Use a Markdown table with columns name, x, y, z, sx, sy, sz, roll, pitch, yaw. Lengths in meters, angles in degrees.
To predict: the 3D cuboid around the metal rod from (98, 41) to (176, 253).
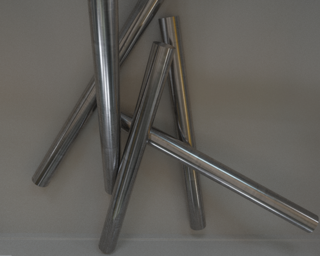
| name | x | y | z | sx | sy | sz | roll | pitch | yaw |
| --- | --- | --- | --- | --- | --- | --- | --- | --- | --- |
| metal rod | -0.036 | 0.042 | 0.389 | 0.025 | 0.025 | 0.298 | 15 | 114 | -6 |

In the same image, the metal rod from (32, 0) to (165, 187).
| name | x | y | z | sx | sy | sz | roll | pitch | yaw |
| --- | --- | --- | --- | --- | --- | --- | --- | --- | --- |
| metal rod | -0.085 | -0.042 | 0.394 | 0.025 | 0.025 | 0.299 | 32 | 107 | -12 |

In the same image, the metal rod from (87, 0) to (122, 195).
| name | x | y | z | sx | sy | sz | roll | pitch | yaw |
| --- | --- | --- | --- | --- | --- | --- | --- | --- | --- |
| metal rod | -0.056 | -0.020 | 0.340 | 0.025 | 0.025 | 0.298 | 4 | 134 | -2 |

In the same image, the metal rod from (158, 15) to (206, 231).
| name | x | y | z | sx | sy | sz | roll | pitch | yaw |
| --- | --- | --- | --- | --- | --- | --- | --- | --- | --- |
| metal rod | 0.034 | 0.008 | 0.414 | 0.025 | 0.025 | 0.298 | -9 | 110 | 3 |

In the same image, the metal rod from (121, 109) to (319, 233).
| name | x | y | z | sx | sy | sz | roll | pitch | yaw |
| --- | --- | --- | --- | --- | --- | --- | --- | --- | --- |
| metal rod | 0.058 | 0.048 | 0.395 | 0.301 | 0.025 | 0.025 | 29 | 108 | 3 |
